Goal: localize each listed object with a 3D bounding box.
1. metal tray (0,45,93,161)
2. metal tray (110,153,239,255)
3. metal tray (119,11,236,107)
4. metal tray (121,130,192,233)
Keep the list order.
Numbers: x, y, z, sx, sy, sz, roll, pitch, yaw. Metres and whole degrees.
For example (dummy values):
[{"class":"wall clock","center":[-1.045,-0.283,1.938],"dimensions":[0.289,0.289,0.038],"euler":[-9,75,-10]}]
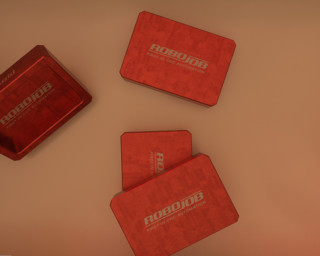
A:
[{"class":"metal tray","center":[-0.161,-0.026,0.377],"dimensions":[0.130,0.090,0.030],"euler":[-40,51,0]},{"class":"metal tray","center":[0.017,0.097,0.379],"dimensions":[0.131,0.030,0.090],"euler":[-27,90,-1]},{"class":"metal tray","center":[0.023,-0.089,0.409],"dimensions":[0.131,0.030,0.090],"euler":[18,90,-1]},{"class":"metal tray","center":[-0.003,0.069,0.409],"dimensions":[0.091,0.030,0.129],"euler":[-2,90,-1]}]
